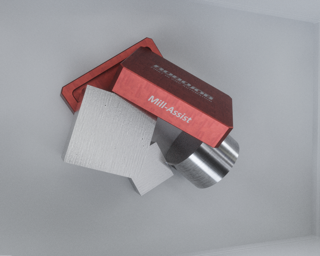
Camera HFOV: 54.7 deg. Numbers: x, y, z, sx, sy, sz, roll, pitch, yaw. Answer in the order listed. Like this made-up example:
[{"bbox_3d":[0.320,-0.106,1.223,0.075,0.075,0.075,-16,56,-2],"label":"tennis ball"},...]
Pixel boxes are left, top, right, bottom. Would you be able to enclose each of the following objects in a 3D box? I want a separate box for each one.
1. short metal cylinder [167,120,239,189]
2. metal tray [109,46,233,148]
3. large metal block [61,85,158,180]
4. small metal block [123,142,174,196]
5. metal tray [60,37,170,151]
[{"bbox_3d":[0.055,0.031,0.402,0.050,0.080,0.080,41,77,-16],"label":"short metal cylinder"},{"bbox_3d":[0.019,-0.039,0.351,0.130,0.090,0.030,29,119,-4],"label":"metal tray"},{"bbox_3d":[-0.056,0.006,0.342,0.081,0.050,0.080,17,84,-20],"label":"large metal block"},{"bbox_3d":[-0.018,0.052,0.403,0.050,0.025,0.050,-31,100,-18],"label":"small metal block"},{"bbox_3d":[-0.045,-0.043,0.390,0.131,0.030,0.090,-36,102,-17],"label":"metal tray"}]
